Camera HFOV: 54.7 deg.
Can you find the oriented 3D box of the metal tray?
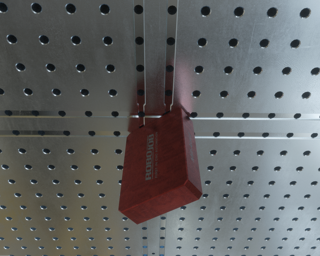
[{"bbox_3d":[-0.001,0.041,0.378,0.090,0.130,0.030,-28,125,21],"label":"metal tray"}]
